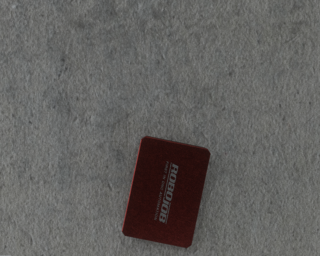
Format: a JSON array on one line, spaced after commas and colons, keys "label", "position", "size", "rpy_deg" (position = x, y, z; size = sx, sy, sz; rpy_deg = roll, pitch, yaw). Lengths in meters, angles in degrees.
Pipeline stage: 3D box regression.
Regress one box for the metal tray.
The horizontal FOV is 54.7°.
[{"label": "metal tray", "position": [0.008, 0.082, 0.408], "size": [0.091, 0.030, 0.129], "rpy_deg": [12, 90, -1]}]
